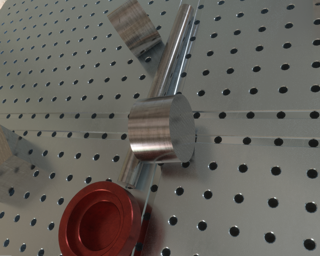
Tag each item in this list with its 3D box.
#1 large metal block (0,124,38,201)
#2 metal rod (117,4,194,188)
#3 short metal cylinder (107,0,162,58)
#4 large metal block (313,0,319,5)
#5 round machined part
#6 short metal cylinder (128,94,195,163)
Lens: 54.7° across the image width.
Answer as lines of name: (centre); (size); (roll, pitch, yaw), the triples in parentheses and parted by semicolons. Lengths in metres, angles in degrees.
large metal block: (-0.255, 0.055, 0.493); (0.080, 0.050, 0.080); (-43, 51, -2)
metal rod: (0.000, -0.061, 0.445); (0.025, 0.025, 0.300); (4, 63, 30)
short metal cylinder: (-0.040, -0.159, 0.491); (0.050, 0.080, 0.080); (-34, 51, 6)
large metal block: (0.220, -0.221, 0.393); (0.050, 0.080, 0.080); (-2, 61, 27)
round machined part: (-0.065, 0.115, 0.361); (0.098, 0.042, 0.098); (-13, 56, 21)
short metal cylinder: (0.005, 0.002, 0.369); (0.050, 0.080, 0.080); (-5, 60, 26)
